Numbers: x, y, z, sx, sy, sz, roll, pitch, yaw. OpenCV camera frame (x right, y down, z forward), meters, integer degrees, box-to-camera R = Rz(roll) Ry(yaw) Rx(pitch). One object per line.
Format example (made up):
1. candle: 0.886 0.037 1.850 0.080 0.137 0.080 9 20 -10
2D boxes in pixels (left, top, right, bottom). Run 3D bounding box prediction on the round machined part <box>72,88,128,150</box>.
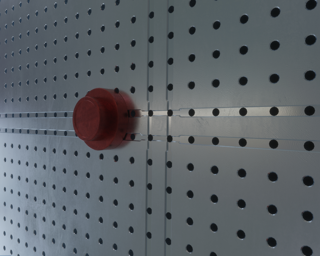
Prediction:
1. round machined part: -0.098 -0.014 0.481 0.098 0.042 0.097 0 90 40
